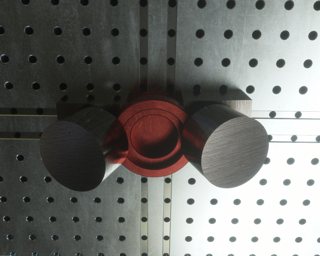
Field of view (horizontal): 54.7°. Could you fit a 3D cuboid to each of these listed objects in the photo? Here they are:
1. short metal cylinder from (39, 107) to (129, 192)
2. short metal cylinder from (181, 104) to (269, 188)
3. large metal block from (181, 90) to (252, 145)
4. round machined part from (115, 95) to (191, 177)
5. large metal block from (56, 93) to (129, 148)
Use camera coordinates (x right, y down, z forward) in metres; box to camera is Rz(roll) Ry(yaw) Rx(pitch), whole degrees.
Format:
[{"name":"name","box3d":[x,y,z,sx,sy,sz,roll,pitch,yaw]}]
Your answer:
[{"name":"short metal cylinder","box3d":[-0.082,0.022,0.340,0.080,0.050,0.079,8,113,20]},{"name":"short metal cylinder","box3d":[0.070,0.019,0.340,0.081,0.050,0.079,-7,111,-19]},{"name":"large metal block","box3d":[0.068,-0.004,0.399,0.080,0.050,0.079,-1,110,0]},{"name":"round machined part","box3d":[-0.007,0.007,0.375,0.099,0.042,0.097,0,110,0]},{"name":"large metal block","box3d":[-0.082,0.000,0.399,0.081,0.050,0.079,1,110,-1]}]
